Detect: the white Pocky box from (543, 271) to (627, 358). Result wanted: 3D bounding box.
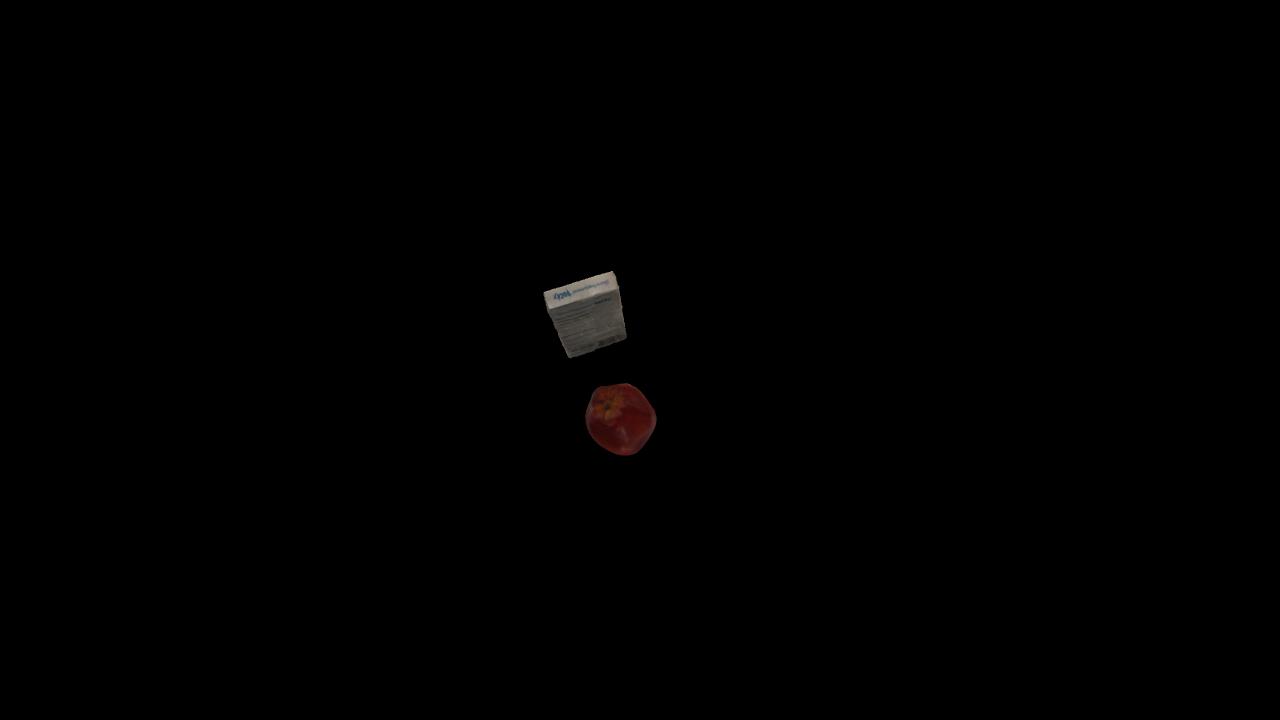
[{"bbox_3d":[-0.062,-0.050,0.744,0.084,0.028,0.154,-18,-19,-4],"label":"white Pocky box"}]

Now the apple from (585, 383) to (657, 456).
[{"bbox_3d":[-0.022,0.064,0.671,0.079,0.079,0.093,0,-22,10],"label":"apple"}]
